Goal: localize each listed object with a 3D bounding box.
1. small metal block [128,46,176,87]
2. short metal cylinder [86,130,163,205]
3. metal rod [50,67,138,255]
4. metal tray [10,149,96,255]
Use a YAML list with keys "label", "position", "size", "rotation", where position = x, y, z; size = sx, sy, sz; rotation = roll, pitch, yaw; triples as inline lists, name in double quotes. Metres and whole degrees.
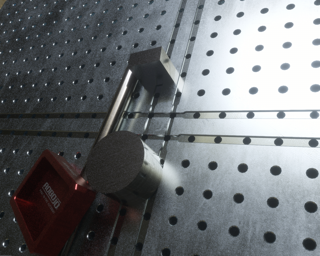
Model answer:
- label: "small metal block"
  position: [-0.011, -0.088, 0.452]
  size: [0.050, 0.050, 0.025]
  rotation: [-7, 59, 24]
- label: "short metal cylinder"
  position: [-0.044, 0.050, 0.385]
  size: [0.080, 0.050, 0.080]
  rotation: [-13, 56, 21]
- label: "metal rod"
  position: [-0.087, 0.041, 0.428]
  size: [0.025, 0.025, 0.300]
  rotation: [5, 64, 31]
- label: "metal tray"
  position: [-0.143, 0.090, 0.399]
  size: [0.130, 0.030, 0.090]
  rotation: [26, 81, 51]
